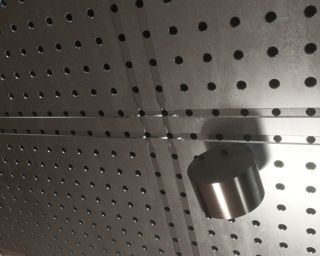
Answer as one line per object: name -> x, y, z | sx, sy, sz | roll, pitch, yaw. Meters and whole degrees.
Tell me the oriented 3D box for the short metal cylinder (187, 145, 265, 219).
short metal cylinder -> 0.079, 0.062, 0.372 | 0.080, 0.080, 0.050 | -9, 114, 31
